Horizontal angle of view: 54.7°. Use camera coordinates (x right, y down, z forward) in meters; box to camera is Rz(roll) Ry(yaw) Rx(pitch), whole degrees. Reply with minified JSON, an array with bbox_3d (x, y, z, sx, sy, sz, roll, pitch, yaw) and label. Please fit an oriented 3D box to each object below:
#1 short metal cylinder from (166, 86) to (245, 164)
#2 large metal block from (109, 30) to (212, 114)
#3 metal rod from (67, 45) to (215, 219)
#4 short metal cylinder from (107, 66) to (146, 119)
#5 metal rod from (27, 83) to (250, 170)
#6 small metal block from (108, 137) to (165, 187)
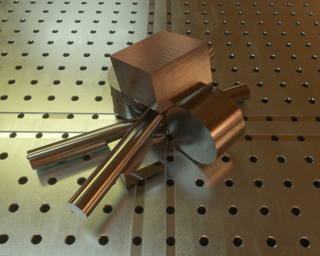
[{"bbox_3d":[0.053,-0.004,0.371,0.050,0.080,0.080,-36,59,-25],"label":"short metal cylinder"},{"bbox_3d":[0.001,-0.070,0.363,0.080,0.050,0.080,-33,40,-24],"label":"large metal block"},{"bbox_3d":[-0.005,-0.018,0.386,0.025,0.025,0.301,24,54,19],"label":"metal rod"},{"bbox_3d":[-0.030,-0.057,0.434,0.081,0.050,0.080,0,50,0],"label":"short metal cylinder"},{"bbox_3d":[-0.015,-0.007,0.408,0.302,0.025,0.025,-18,53,-15],"label":"metal rod"},{"bbox_3d":[-0.029,0.035,0.373,0.050,0.025,0.050,-22,54,-18],"label":"small metal block"}]
